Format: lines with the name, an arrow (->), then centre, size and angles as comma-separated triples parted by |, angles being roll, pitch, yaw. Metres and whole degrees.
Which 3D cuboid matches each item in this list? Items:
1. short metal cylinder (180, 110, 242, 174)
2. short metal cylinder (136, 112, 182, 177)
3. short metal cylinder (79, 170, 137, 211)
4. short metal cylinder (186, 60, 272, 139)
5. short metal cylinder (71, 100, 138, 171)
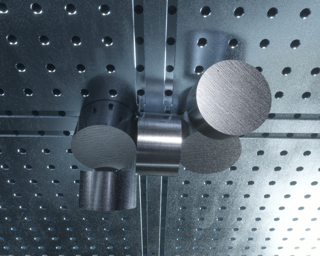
short metal cylinder -> 0.062, 0.015, 0.408 | 0.081, 0.050, 0.079 | 0, 130, 0
short metal cylinder -> -0.003, 0.021, 0.393 | 0.050, 0.080, 0.079 | 4, 130, -4
short metal cylinder -> -0.073, 0.085, 0.440 | 0.081, 0.050, 0.080 | 1, 174, 0
short metal cylinder -> 0.074, -0.029, 0.343 | 0.081, 0.080, 0.050 | 7, 171, -6
short metal cylinder -> -0.070, 0.011, 0.402 | 0.081, 0.050, 0.079 | 0, 130, 0
